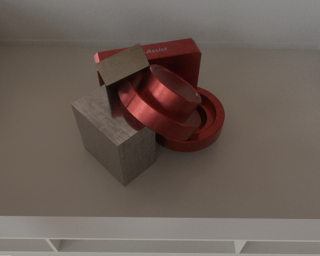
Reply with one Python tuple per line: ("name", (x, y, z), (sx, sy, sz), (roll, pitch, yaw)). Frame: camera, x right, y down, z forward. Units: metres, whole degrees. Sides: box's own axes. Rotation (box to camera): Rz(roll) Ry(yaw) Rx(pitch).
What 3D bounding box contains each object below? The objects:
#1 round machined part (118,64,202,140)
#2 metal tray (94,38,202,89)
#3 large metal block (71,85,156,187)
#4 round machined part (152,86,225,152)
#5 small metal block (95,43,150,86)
("round machined part", (0.007, -0.034, 0.346), (0.098, 0.042, 0.098), (30, 24, -15))
("metal tray", (-0.015, -0.066, 0.415), (0.131, 0.089, 0.030), (-12, 52, -10))
("large metal block", (-0.051, 0.008, 0.361), (0.050, 0.080, 0.080), (-37, 59, -27))
("round machined part", (0.031, -0.008, 0.401), (0.099, 0.042, 0.098), (0, 50, 0))
("small metal block", (-0.043, -0.070, 0.341), (0.050, 0.025, 0.050), (-27, 16, -6))
